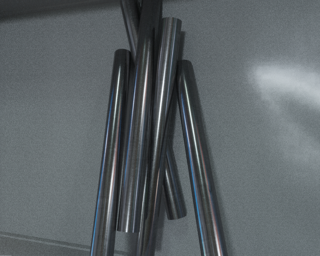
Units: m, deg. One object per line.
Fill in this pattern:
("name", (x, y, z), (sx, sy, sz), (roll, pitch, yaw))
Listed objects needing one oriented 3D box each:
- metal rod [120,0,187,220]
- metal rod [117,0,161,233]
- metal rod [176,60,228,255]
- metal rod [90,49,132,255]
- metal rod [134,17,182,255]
("metal rod", (-0.010, -0.030, 0.414), (0.025, 0.025, 0.298), (-14, 85, 19))
("metal rod", (-0.023, -0.031, 0.377), (0.025, 0.025, 0.299), (-1, 75, 20))
("metal rod", (0.044, 0.051, 0.332), (0.025, 0.025, 0.299), (-17, 60, 19))
("metal rod", (-0.057, 0.035, 0.371), (0.025, 0.025, 0.299), (-6, 65, 20))
("metal rod", (-0.003, 0.015, 0.384), (0.025, 0.025, 0.298), (7, 90, 20))
